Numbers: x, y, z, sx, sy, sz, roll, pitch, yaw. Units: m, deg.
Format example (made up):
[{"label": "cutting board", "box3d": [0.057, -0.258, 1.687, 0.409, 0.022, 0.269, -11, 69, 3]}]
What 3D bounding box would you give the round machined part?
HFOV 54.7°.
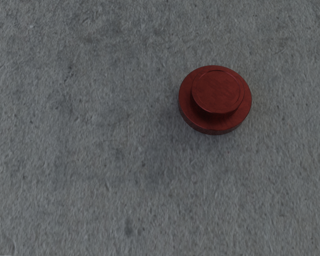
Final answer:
[{"label": "round machined part", "box3d": [0.075, -0.043, 0.416, 0.099, 0.042, 0.098, 0, 70, -1]}]
